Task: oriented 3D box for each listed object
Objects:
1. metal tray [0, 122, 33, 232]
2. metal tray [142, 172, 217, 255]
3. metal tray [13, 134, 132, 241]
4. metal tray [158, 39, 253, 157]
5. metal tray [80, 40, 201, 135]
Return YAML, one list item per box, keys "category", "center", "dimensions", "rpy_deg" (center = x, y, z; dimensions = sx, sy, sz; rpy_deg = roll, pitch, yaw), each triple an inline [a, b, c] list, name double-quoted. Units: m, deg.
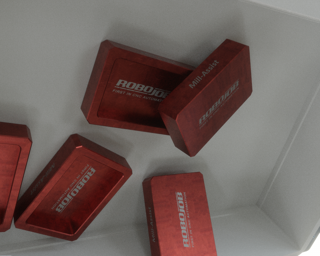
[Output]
- category: "metal tray"
  center: [-0.198, 0.054, 0.330]
  dimensions: [0.091, 0.030, 0.129]
  rpy_deg: [9, 114, -33]
- category: "metal tray"
  center: [0.028, 0.133, 0.452]
  dimensions: [0.091, 0.030, 0.129]
  rpy_deg: [-1, 74, -29]
- category: "metal tray"
  center: [-0.110, 0.080, 0.395]
  dimensions: [0.090, 0.030, 0.130]
  rpy_deg: [34, 99, -39]
- category: "metal tray"
  center: [0.063, -0.036, 0.387]
  dimensions: [0.130, 0.030, 0.090]
  rpy_deg: [-45, 143, -15]
- category: "metal tray"
  center: [-0.017, -0.042, 0.371]
  dimensions: [0.131, 0.030, 0.089]
  rpy_deg: [9, 114, -33]
